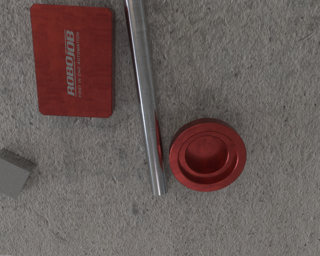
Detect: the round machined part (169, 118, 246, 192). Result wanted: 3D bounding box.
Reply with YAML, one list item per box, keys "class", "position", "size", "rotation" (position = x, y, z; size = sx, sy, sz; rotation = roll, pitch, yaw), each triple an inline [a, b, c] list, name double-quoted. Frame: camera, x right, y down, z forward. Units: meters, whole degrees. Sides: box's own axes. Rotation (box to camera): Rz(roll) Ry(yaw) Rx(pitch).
- class: "round machined part"
  position: [0.061, 0.032, 0.413]
  size: [0.099, 0.042, 0.097]
  rotation: [0, 110, 0]

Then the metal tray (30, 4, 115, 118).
- class: "metal tray"
  position: [-0.102, -0.079, 0.377]
  size: [0.091, 0.030, 0.129]
  rotation: [3, 110, -1]

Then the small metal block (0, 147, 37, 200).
- class: "small metal block"
  position: [-0.209, 0.063, 0.431]
  size: [0.050, 0.025, 0.050]
  rotation: [30, 107, -11]

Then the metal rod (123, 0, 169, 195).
- class: "metal rod"
  position: [-0.018, -0.049, 0.391]
  size: [0.025, 0.025, 0.298]
  rotation: [-6, 110, 2]
